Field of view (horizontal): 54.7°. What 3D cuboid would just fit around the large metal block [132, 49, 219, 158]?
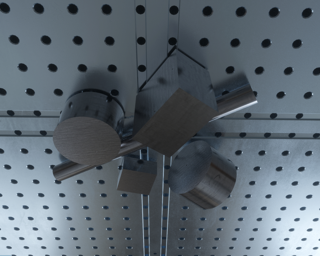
[{"bbox_3d":[0.014,-0.028,0.348,0.050,0.080,0.080,29,124,-23],"label":"large metal block"}]

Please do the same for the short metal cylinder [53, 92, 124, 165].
[{"bbox_3d":[-0.087,0.001,0.391,0.081,0.050,0.079,0,130,0],"label":"short metal cylinder"}]

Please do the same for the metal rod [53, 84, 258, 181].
[{"bbox_3d":[-0.019,0.013,0.418,0.300,0.025,0.025,-22,127,18],"label":"metal rod"}]

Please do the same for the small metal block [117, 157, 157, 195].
[{"bbox_3d":[-0.035,0.073,0.469,0.050,0.025,0.050,12,129,-10],"label":"small metal block"}]

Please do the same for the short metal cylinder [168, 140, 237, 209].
[{"bbox_3d":[0.057,0.064,0.426,0.050,0.080,0.080,36,121,-27],"label":"short metal cylinder"}]
